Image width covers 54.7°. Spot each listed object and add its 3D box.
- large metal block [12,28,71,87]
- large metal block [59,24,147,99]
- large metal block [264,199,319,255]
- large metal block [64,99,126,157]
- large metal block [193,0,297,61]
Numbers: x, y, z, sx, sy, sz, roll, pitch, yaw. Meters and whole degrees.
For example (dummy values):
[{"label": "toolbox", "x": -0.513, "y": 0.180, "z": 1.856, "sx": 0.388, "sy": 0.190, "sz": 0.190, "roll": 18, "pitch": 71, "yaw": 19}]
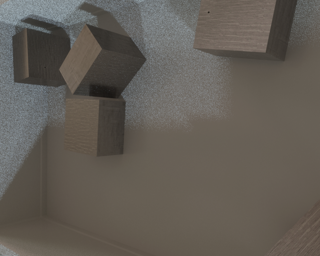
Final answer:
[{"label": "large metal block", "x": -0.204, "y": -0.119, "z": 0.540, "sx": 0.050, "sy": 0.081, "sz": 0.080, "roll": -6, "pitch": 86, "yaw": 40}, {"label": "large metal block", "x": -0.081, "y": -0.090, "z": 0.438, "sx": 0.080, "sy": 0.081, "sz": 0.050, "roll": -48, "pitch": 62, "yaw": 29}, {"label": "large metal block", "x": 0.137, "y": 0.120, "z": 0.256, "sx": 0.080, "sy": 0.050, "sz": 0.080, "roll": -45, "pitch": 59, "yaw": -2}, {"label": "large metal block", "x": -0.100, "y": -0.003, "z": 0.474, "sx": 0.080, "sy": 0.050, "sz": 0.079, "roll": 6, "pitch": 94, "yaw": 40}, {"label": "large metal block", "x": 0.088, "y": -0.116, "z": 0.318, "sx": 0.080, "sy": 0.050, "sz": 0.079, "roll": 16, "pitch": 100, "yaw": 39}]
